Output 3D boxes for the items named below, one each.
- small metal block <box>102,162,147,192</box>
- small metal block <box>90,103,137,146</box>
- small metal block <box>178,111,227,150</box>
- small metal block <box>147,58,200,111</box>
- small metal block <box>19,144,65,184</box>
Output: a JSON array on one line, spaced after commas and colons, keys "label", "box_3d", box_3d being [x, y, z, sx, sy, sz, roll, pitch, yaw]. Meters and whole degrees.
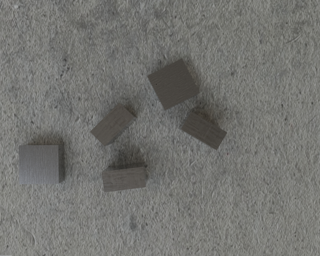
[{"label": "small metal block", "box_3d": [-0.044, 0.062, 0.397, 0.050, 0.050, 0.025, -7, 90, 0]}, {"label": "small metal block", "box_3d": [-0.058, -0.004, 0.397, 0.050, 0.050, 0.025, -45, 90, 0]}, {"label": "small metal block", "box_3d": [0.053, 0.003, 0.398, 0.050, 0.050, 0.025, 31, 90, 0]}, {"label": "small metal block", "box_3d": [0.017, -0.056, 0.410, 0.050, 0.025, 0.050, -27, 90, 0]}, {"label": "small metal block", "box_3d": [-0.155, 0.047, 0.409, 0.050, 0.025, 0.050, -1, 90, 0]}]
